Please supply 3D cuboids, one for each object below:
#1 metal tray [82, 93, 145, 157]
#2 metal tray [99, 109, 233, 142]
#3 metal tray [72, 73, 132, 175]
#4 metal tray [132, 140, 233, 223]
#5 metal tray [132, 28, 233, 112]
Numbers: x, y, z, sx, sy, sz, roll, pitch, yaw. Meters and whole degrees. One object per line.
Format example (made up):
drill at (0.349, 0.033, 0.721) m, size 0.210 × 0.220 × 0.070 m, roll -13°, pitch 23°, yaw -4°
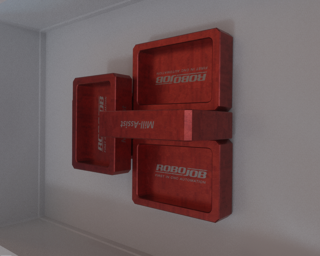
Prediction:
metal tray at (-0.080, -0.003, 0.463) m, size 0.130 × 0.030 × 0.089 m, roll 1°, pitch 90°, yaw 39°
metal tray at (0.005, -0.004, 0.356) m, size 0.130 × 0.091 × 0.030 m, roll 1°, pitch 91°, yaw 39°
metal tray at (-0.081, -0.006, 0.426) m, size 0.090 × 0.030 × 0.129 m, roll 2°, pitch 91°, yaw 39°
metal tray at (0.023, 0.056, 0.381) m, size 0.130 × 0.030 × 0.089 m, roll 1°, pitch 91°, yaw 39°
metal tray at (0.023, -0.064, 0.381) m, size 0.130 × 0.030 × 0.089 m, roll 1°, pitch 91°, yaw 39°
